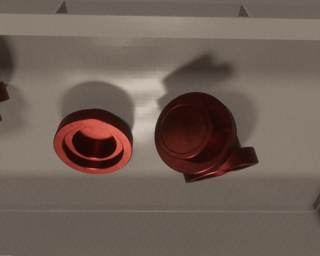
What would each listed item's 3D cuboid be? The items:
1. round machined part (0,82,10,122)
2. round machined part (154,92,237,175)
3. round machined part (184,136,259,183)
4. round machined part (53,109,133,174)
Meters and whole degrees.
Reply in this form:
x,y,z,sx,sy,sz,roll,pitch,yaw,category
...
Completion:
x,y,z,sx,sy,sz,roll,pitch,yaw,category
-0.216,-0.018,0.338,0.098,0.098,0.042,-12,104,9,round machined part
0.036,0.005,0.361,0.098,0.098,0.042,-28,157,21,round machined part
0.076,0.040,0.412,0.099,0.042,0.098,-14,166,-4,round machined part
-0.085,0.013,0.408,0.099,0.042,0.097,-1,130,0,round machined part
